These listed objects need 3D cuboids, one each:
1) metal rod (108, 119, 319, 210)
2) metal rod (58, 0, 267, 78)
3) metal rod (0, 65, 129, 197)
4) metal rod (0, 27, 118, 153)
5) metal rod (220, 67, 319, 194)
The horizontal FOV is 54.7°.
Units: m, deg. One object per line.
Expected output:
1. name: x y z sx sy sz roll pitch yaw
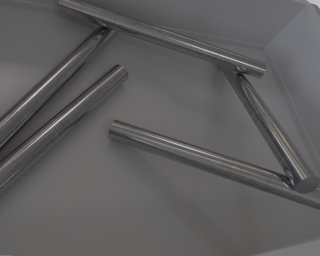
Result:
1. metal rod: 0.084 0.047 0.349 0.301 0.025 0.025 18 51 11
2. metal rod: 0.011 -0.127 0.440 0.302 0.025 0.025 16 55 -10
3. metal rod: -0.126 0.016 0.327 0.025 0.025 0.301 40 51 -2
4. metal rod: -0.132 -0.045 0.361 0.025 0.025 0.301 35 51 -6
5. metal rod: 0.128 -0.034 0.424 0.025 0.025 0.300 15 33 -20
